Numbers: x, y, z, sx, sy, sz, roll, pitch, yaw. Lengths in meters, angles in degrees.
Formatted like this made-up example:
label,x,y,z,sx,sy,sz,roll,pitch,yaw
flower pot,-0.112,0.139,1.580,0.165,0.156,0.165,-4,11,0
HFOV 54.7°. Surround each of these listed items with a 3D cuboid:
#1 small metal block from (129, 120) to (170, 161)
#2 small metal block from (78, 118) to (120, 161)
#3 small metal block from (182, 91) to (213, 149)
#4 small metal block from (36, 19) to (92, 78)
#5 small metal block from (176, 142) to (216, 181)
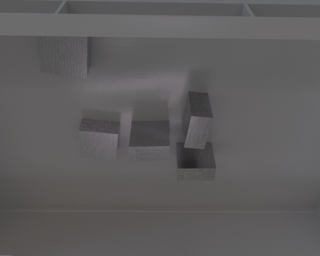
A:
label,x,y,z,sx,sy,sz,roll,pitch,yaw
small metal block,-0.013,0.016,0.406,0.050,0.050,0.025,-1,130,0
small metal block,-0.082,0.016,0.422,0.050,0.025,0.050,6,130,-5
small metal block,0.045,-0.010,0.385,0.025,0.050,0.050,5,130,-4
small metal block,-0.102,-0.085,0.336,0.050,0.025,0.050,7,130,-6
small metal block,0.049,0.046,0.432,0.050,0.050,0.025,-1,130,0
